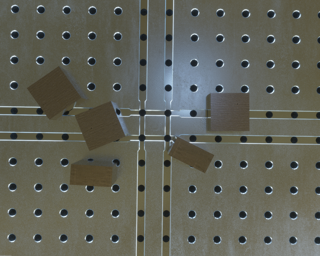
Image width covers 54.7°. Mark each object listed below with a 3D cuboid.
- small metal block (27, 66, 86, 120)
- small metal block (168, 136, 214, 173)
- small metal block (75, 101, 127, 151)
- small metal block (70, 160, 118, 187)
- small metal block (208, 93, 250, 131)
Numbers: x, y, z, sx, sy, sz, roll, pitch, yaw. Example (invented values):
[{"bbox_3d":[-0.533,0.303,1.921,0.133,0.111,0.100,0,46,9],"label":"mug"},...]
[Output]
[{"bbox_3d":[-0.137,-0.045,0.412,0.050,0.025,0.050,-35,90,0],"label":"small metal block"},{"bbox_3d":[0.038,0.033,0.401,0.050,0.050,0.025,27,90,-1],"label":"small metal block"},{"bbox_3d":[-0.077,-0.003,0.412,0.050,0.025,0.050,-22,90,-1],"label":"small metal block"},{"bbox_3d":[-0.084,0.058,0.400,0.050,0.050,0.025,4,90,-1],"label":"small metal block"},{"bbox_3d":[0.091,-0.021,0.415,0.050,0.025,0.050,0,90,-1],"label":"small metal block"}]
